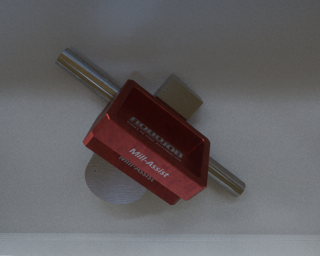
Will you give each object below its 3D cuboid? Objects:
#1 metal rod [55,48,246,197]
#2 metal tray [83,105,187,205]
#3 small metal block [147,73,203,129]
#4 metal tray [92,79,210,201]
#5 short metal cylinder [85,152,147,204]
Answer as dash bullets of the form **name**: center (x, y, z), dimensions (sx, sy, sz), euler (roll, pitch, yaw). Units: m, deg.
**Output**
- **metal rod**: center (-0.003, 0.000, 0.411), dimensions (0.301, 0.025, 0.025), euler (37, 106, -13)
- **metal tray**: center (-0.025, 0.029, 0.386), dimensions (0.130, 0.090, 0.030), euler (37, 106, -13)
- **small metal block**: center (0.019, -0.033, 0.398), dimensions (0.050, 0.025, 0.050), euler (39, 105, -14)
- **metal tray**: center (-0.002, 0.011, 0.352), dimensions (0.130, 0.090, 0.030), euler (37, 123, -13)
- **short metal cylinder**: center (-0.052, 0.053, 0.409), dimensions (0.080, 0.050, 0.079), euler (2, 117, 4)
